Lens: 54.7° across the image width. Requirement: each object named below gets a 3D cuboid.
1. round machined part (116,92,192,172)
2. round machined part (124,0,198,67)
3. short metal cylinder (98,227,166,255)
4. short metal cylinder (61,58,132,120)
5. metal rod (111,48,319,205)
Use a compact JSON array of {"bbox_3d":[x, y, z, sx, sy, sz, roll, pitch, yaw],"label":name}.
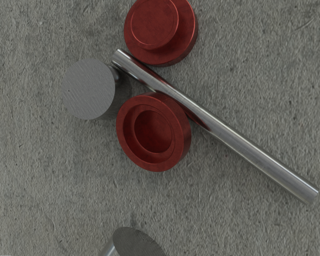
[{"bbox_3d":[-0.004,0.002,0.389,0.098,0.042,0.097,12,114,30],"label":"round machined part"},{"bbox_3d":[-0.003,-0.131,0.400,0.098,0.042,0.097,0,90,19],"label":"round machined part"},{"bbox_3d":[-0.037,0.173,0.392,0.080,0.080,0.050,36,102,16],"label":"short metal cylinder"},{"bbox_3d":[-0.086,-0.051,0.425,0.080,0.050,0.079,0,90,19],"label":"short metal cylinder"},{"bbox_3d":[0.056,-0.011,0.388,0.300,0.025,0.025,38,102,15],"label":"metal rod"}]
